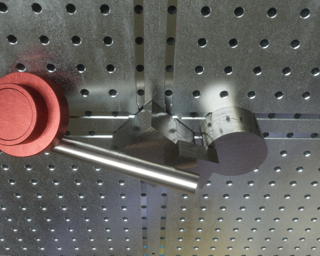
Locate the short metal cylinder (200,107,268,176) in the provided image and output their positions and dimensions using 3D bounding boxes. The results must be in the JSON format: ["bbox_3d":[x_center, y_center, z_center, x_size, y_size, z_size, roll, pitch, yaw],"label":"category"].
[{"bbox_3d":[0.096,0.019,0.412,0.081,0.050,0.079,0,130,0],"label":"short metal cylinder"}]

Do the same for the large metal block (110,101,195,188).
[{"bbox_3d":[-0.009,0.025,0.413,0.080,0.050,0.080,36,121,-27],"label":"large metal block"}]

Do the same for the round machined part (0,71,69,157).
[{"bbox_3d":[-0.158,-0.015,0.350,0.098,0.042,0.097,0,92,10],"label":"round machined part"}]

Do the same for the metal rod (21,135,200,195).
[{"bbox_3d":[-0.102,0.026,0.375,0.301,0.025,0.025,15,131,9],"label":"metal rod"}]

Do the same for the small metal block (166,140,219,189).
[{"bbox_3d":[0.038,0.046,0.383,0.050,0.025,0.050,14,129,-13],"label":"small metal block"}]
